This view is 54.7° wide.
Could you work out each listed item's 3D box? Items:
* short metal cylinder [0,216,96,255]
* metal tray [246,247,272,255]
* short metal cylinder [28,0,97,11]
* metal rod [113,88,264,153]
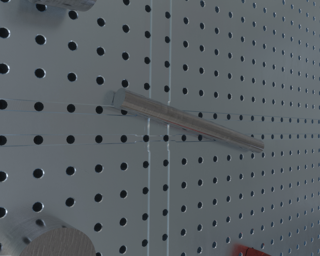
[{"bbox_3d":[-0.110,0.131,0.301,0.081,0.050,0.079,0,90,-40],"label":"short metal cylinder"},{"bbox_3d":[0.177,0.292,0.555,0.090,0.030,0.130,34,69,-35],"label":"metal tray"},{"bbox_3d":[-0.094,-0.157,0.294,0.050,0.080,0.079,-6,94,-40],"label":"short metal cylinder"},{"bbox_3d":[0.064,-0.001,0.463,0.302,0.025,0.025,17,79,-39],"label":"metal rod"}]
